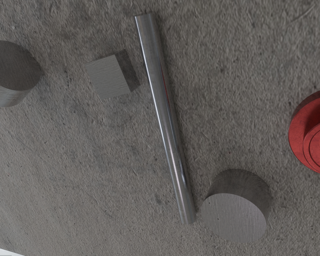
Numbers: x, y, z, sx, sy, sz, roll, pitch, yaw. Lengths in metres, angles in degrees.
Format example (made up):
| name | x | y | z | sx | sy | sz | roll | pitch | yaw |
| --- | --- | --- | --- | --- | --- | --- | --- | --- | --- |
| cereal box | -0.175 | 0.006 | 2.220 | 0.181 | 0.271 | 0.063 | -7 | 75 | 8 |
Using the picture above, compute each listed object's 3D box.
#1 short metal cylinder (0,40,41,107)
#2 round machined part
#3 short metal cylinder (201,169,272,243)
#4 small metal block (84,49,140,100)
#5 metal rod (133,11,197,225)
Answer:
| name | x | y | z | sx | sy | sz | roll | pitch | yaw |
| --- | --- | --- | --- | --- | --- | --- | --- | --- | --- |
| short metal cylinder | -0.221 | -0.076 | 0.440 | 0.050 | 0.080 | 0.080 | -31 | 101 | 38 |
| round machined part | 0.180 | 0.011 | 0.308 | 0.098 | 0.042 | 0.097 | 13 | 124 | 21 |
| short metal cylinder | 0.099 | 0.100 | 0.400 | 0.080 | 0.050 | 0.079 | 13 | 124 | 21 |
| small metal block | -0.061 | -0.068 | 0.397 | 0.050 | 0.025 | 0.050 | -9 | 114 | 32 |
| metal rod | 0.013 | 0.006 | 0.403 | 0.025 | 0.025 | 0.298 | 1 | 119 | 27 |
